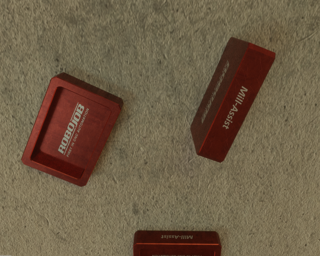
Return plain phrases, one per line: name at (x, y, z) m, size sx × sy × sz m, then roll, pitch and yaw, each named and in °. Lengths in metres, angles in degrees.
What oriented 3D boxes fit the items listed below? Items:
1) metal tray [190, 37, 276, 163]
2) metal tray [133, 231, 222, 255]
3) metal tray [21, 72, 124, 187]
metal tray at (0.078, -0.036, 0.362) m, size 0.030 × 0.090 × 0.129 m, roll 20°, pitch 109°, yaw -7°
metal tray at (0.025, 0.207, 0.483) m, size 0.131 × 0.030 × 0.089 m, roll 1°, pitch 110°, yaw -1°
metal tray at (-0.115, 0.004, 0.407) m, size 0.090 × 0.030 × 0.129 m, roll 24°, pitch 108°, yaw -9°
